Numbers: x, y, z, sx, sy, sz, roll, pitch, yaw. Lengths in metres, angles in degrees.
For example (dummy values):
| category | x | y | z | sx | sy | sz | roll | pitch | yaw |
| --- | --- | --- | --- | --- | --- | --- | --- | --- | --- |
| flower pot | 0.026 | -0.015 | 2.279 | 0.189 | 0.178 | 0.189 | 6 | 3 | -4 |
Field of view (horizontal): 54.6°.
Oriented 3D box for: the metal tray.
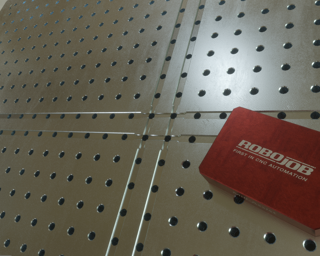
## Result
| category | x | y | z | sx | sy | sz | roll | pitch | yaw |
| --- | --- | --- | --- | --- | --- | --- | --- | --- | --- |
| metal tray | 0.118 | 0.038 | 0.321 | 0.130 | 0.030 | 0.090 | 23 | 74 | 36 |
